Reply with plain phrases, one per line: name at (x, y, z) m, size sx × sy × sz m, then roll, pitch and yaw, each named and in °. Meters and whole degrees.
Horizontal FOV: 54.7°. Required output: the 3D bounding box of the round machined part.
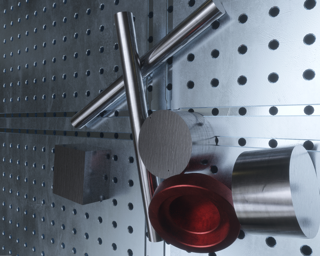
round machined part at (0.040, 0.089, 0.345) m, size 0.098 × 0.042 × 0.097 m, roll 7°, pitch 121°, yaw 12°

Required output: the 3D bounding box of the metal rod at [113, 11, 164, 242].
metal rod at (-0.025, 0.000, 0.408) m, size 0.025 × 0.025 × 0.298 m, roll -8°, pitch 92°, yaw 40°

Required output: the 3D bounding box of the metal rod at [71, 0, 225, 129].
metal rod at (-0.037, -0.075, 0.439) m, size 0.299 × 0.025 × 0.025 m, roll -32°, pitch 70°, yaw 35°

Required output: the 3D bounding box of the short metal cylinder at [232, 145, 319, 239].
short metal cylinder at (0.108, 0.058, 0.284) m, size 0.050 × 0.081 × 0.080 m, roll -13°, pitch 82°, yaw 39°

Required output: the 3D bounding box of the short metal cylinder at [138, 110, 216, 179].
short metal cylinder at (0.020, 0.019, 0.377) m, size 0.080 × 0.050 × 0.080 m, roll 0°, pitch 90°, yaw 40°

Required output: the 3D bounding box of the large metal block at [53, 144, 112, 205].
large metal block at (-0.126, 0.070, 0.497) m, size 0.080 × 0.050 × 0.079 m, roll 7°, pitch 94°, yaw 40°
